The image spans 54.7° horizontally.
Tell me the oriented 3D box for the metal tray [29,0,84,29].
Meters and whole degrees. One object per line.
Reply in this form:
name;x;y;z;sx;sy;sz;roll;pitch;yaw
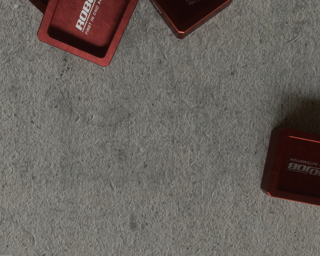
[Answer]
metal tray;-0.111;-0.201;0.389;0.090;0.030;0.130;44;105;0

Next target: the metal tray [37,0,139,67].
metal tray;-0.079;-0.149;0.367;0.091;0.030;0.129;20;114;-22

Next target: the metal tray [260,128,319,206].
metal tray;0.209;0.055;0.408;0.131;0.030;0.089;11;90;0

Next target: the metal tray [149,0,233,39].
metal tray;0.024;-0.196;0.407;0.090;0.030;0.130;-36;90;0
